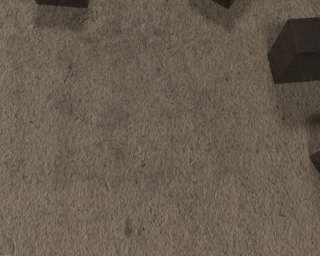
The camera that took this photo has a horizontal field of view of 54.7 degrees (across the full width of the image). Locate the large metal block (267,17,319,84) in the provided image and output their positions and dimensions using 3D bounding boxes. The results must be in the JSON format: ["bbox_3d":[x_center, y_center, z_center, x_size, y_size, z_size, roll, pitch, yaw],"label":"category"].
[{"bbox_3d":[0.203,-0.103,0.419,0.081,0.080,0.050,-5,70,-2],"label":"large metal block"}]

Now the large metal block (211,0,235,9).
[{"bbox_3d":[0.099,-0.249,0.487,0.080,0.050,0.080,33,73,11],"label":"large metal block"}]

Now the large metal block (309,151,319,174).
[{"bbox_3d":[0.244,0.032,0.370,0.080,0.080,0.050,-22,72,-8],"label":"large metal block"}]

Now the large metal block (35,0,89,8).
[{"bbox_3d":[-0.151,-0.238,0.480,0.080,0.050,0.080,5,70,1],"label":"large metal block"}]
